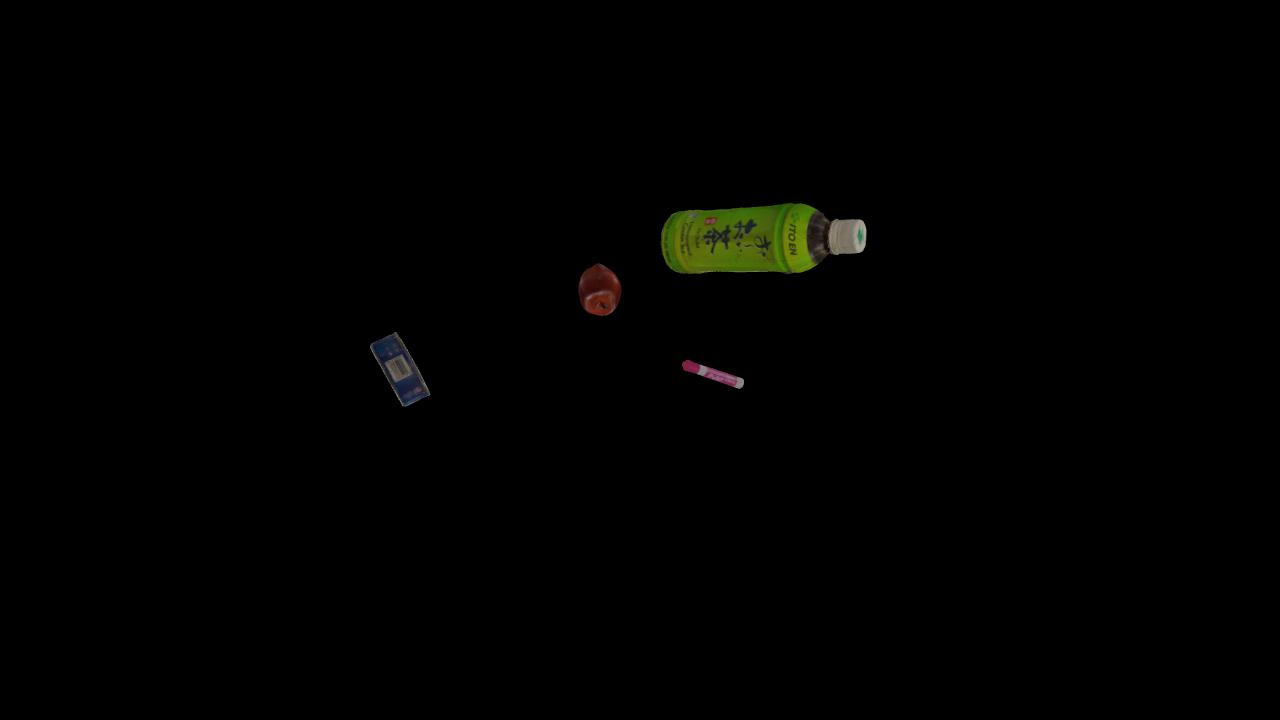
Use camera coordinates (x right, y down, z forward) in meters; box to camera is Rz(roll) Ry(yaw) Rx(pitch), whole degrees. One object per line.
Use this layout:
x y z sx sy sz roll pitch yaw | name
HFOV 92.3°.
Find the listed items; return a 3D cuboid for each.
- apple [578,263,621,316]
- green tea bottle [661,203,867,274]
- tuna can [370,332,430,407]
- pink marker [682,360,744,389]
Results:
-0.069 -0.120 1.064 0.079 0.093 0.079 -6 -41 -5 | apple
0.122 -0.122 0.628 0.212 0.073 0.073 7 5 38 | green tea bottle
-0.279 0.012 0.714 0.034 0.084 0.084 -29 11 -21 | tuna can
0.122 0.024 1.027 0.121 0.020 0.020 18 -8 -27 | pink marker
